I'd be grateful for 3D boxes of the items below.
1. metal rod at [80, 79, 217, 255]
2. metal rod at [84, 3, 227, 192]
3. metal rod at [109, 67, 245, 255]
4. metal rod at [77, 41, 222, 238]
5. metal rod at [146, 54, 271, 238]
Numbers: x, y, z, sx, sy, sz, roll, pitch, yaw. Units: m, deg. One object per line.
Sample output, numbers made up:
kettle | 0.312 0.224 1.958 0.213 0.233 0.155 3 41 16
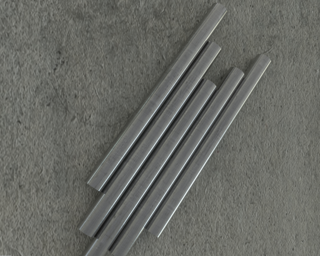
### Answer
metal rod | -0.014 0.059 0.406 0.025 0.025 0.300 38 78 -16
metal rod | 0.001 -0.049 0.412 0.025 0.025 0.300 38 78 -16
metal rod | 0.029 0.039 0.422 0.025 0.025 0.300 38 78 -16
metal rod | -0.007 0.006 0.409 0.025 0.025 0.300 38 78 -16
metal rod | 0.073 0.017 0.438 0.025 0.025 0.300 38 78 -16
